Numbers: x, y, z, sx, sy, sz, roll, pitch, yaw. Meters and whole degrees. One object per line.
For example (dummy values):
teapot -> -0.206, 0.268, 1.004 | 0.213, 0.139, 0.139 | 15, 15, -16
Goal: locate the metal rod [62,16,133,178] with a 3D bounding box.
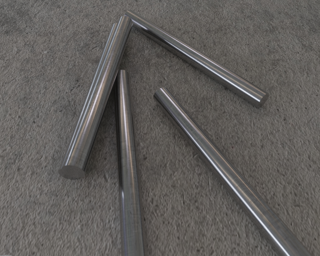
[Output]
metal rod -> -0.076, -0.066, 0.429 | 0.025, 0.025, 0.300 | 5, 50, 4

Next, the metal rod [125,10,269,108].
metal rod -> 0.044, -0.123, 0.506 | 0.025, 0.025, 0.300 | -35, 58, -26

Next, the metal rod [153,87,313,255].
metal rod -> 0.077, 0.051, 0.360 | 0.025, 0.025, 0.300 | -24, 54, -19

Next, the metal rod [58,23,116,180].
metal rod -> -0.089, -0.061, 0.453 | 0.025, 0.025, 0.300 | 5, 50, 4

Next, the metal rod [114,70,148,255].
metal rod -> -0.039, 0.036, 0.372 | 0.025, 0.025, 0.300 | -6, 50, -5
